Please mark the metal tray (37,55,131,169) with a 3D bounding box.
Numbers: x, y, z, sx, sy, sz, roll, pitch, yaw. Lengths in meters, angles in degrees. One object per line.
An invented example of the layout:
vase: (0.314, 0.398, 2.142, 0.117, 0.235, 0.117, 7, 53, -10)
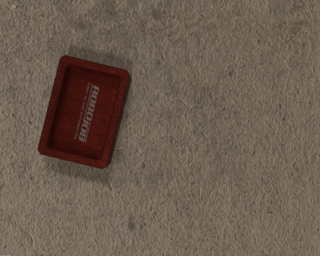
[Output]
metal tray: (-0.097, -0.020, 0.406, 0.091, 0.030, 0.129, 14, 90, -1)
